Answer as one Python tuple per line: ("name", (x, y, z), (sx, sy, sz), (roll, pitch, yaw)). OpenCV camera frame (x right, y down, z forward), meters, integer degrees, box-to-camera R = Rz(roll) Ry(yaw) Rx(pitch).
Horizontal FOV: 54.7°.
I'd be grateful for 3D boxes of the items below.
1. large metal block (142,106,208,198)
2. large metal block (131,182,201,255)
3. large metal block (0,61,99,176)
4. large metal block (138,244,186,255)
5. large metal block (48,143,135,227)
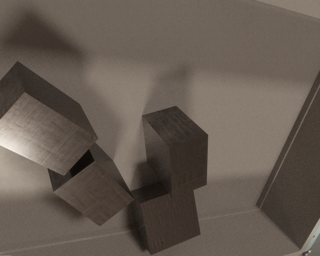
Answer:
("large metal block", (0.019, 0.029, 0.403), (0.050, 0.080, 0.079), (-17, 126, -19))
("large metal block", (0.007, 0.126, 0.460), (0.081, 0.050, 0.079), (-15, 103, -21))
("large metal block", (-0.117, -0.010, 0.303), (0.050, 0.080, 0.080), (-47, 130, 5))
("large metal block", (0.000, 0.262, 0.560), (0.081, 0.050, 0.079), (2, 118, -30))
("large metal block", (-0.084, 0.054, 0.362), (0.050, 0.080, 0.080), (-38, 130, -3))
